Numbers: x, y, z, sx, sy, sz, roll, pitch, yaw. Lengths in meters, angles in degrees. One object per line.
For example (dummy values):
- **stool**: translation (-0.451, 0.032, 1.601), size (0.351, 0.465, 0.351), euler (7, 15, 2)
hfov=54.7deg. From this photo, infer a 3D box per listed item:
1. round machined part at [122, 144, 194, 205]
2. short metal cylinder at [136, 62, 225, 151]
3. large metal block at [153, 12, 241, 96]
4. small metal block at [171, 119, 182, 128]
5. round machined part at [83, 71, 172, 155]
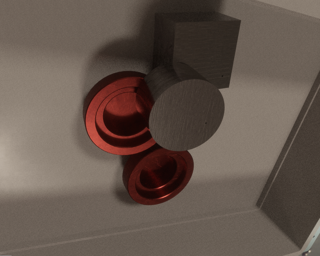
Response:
- **round machined part**: translation (-0.006, 0.056, 0.431), size (0.099, 0.042, 0.097), euler (-14, 125, -21)
- **short metal cylinder**: translation (0.020, -0.023, 0.326), size (0.081, 0.050, 0.079), euler (-10, 122, -16)
- **large metal block**: translation (0.039, -0.089, 0.361), size (0.081, 0.050, 0.079), euler (-11, 123, -23)
- **small metal block**: translation (0.025, -0.013, 0.399), size (0.050, 0.050, 0.025), euler (-9, 123, -25)
- **round machined part**: translation (-0.039, -0.020, 0.360), size (0.099, 0.042, 0.097), euler (-10, 122, -16)
